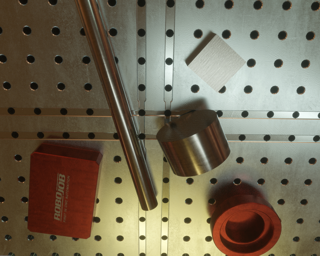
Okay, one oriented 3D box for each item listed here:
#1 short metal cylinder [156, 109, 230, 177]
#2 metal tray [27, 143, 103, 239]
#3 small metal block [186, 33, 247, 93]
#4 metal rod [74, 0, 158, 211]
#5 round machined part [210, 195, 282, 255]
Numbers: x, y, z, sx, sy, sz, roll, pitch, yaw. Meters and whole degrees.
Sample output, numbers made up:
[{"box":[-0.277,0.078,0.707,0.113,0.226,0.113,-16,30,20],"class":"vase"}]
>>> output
[{"box":[0.042,0.017,0.391,0.080,0.080,0.050,-22,109,7],"class":"short metal cylinder"},{"box":[-0.136,0.092,0.443,0.091,0.030,0.129,9,110,-4],"class":"metal tray"},{"box":[0.069,-0.081,0.385,0.050,0.025,0.050,39,105,-14],"class":"small metal block"},{"box":[-0.052,-0.022,0.404,0.025,0.025,0.298,-13,110,4],"class":"metal rod"},{"box":[0.123,0.140,0.458,0.099,0.042,0.097,0,110,-1],"class":"round machined part"}]
